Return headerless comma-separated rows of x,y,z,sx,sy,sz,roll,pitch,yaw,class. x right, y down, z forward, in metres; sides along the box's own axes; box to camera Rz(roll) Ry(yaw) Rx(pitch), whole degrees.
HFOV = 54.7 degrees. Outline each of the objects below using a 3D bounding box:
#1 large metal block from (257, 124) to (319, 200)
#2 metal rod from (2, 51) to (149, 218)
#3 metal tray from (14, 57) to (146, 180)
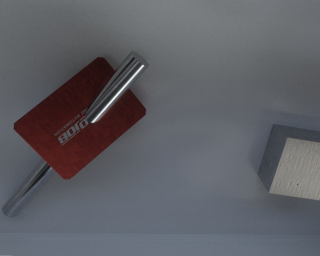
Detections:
0.189,0.046,0.418,0.081,0.050,0.079,9,110,-4,large metal block
-0.120,0.022,0.397,0.025,0.025,0.299,39,112,-14,metal rod
-0.094,-0.013,0.379,0.130,0.030,0.090,-41,106,-9,metal tray
